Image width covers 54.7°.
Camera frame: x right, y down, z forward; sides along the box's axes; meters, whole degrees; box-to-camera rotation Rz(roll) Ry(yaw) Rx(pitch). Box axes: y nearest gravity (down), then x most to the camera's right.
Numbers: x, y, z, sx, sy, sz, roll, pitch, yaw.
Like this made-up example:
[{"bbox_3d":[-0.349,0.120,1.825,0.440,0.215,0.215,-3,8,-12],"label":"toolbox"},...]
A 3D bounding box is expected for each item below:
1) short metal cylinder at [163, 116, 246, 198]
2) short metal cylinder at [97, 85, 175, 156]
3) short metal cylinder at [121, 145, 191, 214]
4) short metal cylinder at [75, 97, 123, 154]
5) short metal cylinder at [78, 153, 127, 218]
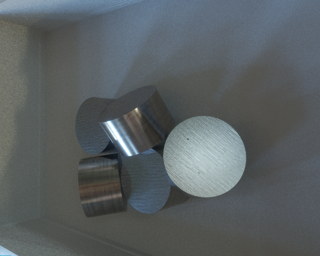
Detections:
[{"bbox_3d":[0.043,0.032,0.325,0.081,0.050,0.080,0,76,-1],"label":"short metal cylinder"},{"bbox_3d":[-0.029,-0.010,0.381,0.080,0.080,0.050,-10,119,39],"label":"short metal cylinder"},{"bbox_3d":[-0.003,0.062,0.389,0.080,0.050,0.079,0,90,39],"label":"short metal cylinder"},{"bbox_3d":[-0.077,-0.003,0.448,0.080,0.050,0.079,0,90,39],"label":"short metal cylinder"},{"bbox_3d":[-0.076,0.077,0.420,0.050,0.080,0.080,-8,83,-3],"label":"short metal cylinder"}]
